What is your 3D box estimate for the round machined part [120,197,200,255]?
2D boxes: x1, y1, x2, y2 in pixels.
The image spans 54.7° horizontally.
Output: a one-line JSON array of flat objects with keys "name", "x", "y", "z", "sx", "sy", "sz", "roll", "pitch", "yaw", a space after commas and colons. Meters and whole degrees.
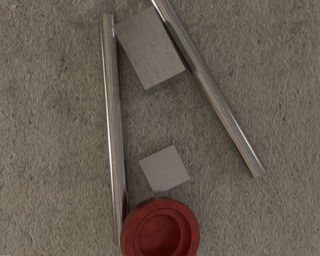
[{"name": "round machined part", "x": -0.003, "y": 0.136, "z": 0.391, "sx": 0.099, "sy": 0.042, "sz": 0.097, "roll": 1, "pitch": 87, "yaw": -21}]

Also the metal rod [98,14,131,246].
[{"name": "metal rod", "x": -0.059, "y": 0.003, "z": 0.409, "sx": 0.025, "sy": 0.025, "sz": 0.298, "roll": -4, "pitch": 90, "yaw": -1}]

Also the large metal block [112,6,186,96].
[{"name": "large metal block", "x": -0.012, "y": -0.089, "z": 0.382, "sx": 0.050, "sy": 0.080, "sz": 0.080, "roll": -27, "pitch": 90, "yaw": 0}]

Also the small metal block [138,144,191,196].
[{"name": "small metal block", "x": 0.006, "y": 0.054, "z": 0.410, "sx": 0.050, "sy": 0.025, "sz": 0.050, "roll": -26, "pitch": 90, "yaw": -1}]

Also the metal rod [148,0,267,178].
[{"name": "metal rod", "x": 0.056, "y": -0.069, "z": 0.410, "sx": 0.025, "sy": 0.025, "sz": 0.299, "roll": -30, "pitch": 90, "yaw": 0}]
